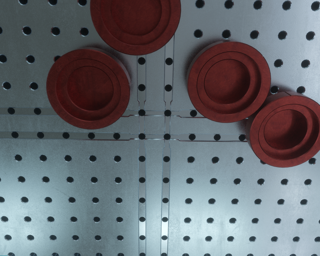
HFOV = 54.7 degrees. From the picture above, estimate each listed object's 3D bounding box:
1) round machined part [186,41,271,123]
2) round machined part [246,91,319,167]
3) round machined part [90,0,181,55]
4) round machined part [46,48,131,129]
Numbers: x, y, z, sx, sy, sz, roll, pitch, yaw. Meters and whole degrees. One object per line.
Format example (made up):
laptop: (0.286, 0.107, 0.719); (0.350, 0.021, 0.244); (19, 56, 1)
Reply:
round machined part: (0.082, -0.059, 0.384); (0.099, 0.042, 0.097); (0, 110, -1)
round machined part: (0.161, -0.001, 0.406); (0.099, 0.042, 0.097); (0, 110, -1)
round machined part: (-0.026, -0.135, 0.354); (0.099, 0.042, 0.097); (0, 110, -1)
round machined part: (-0.085, -0.051, 0.385); (0.099, 0.042, 0.097); (0, 110, -1)
